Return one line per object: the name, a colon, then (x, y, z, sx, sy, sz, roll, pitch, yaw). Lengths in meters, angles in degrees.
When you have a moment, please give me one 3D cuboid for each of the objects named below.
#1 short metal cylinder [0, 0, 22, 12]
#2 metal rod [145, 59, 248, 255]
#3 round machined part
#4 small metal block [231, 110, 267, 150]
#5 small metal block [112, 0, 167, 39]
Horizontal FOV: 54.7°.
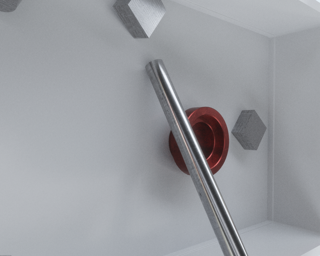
short metal cylinder: (-0.142, -0.143, 0.252, 0.080, 0.080, 0.050, 37, 67, -34)
metal rod: (0.048, 0.051, 0.370, 0.025, 0.025, 0.299, -11, 73, -40)
round machined part: (0.051, 0.019, 0.441, 0.099, 0.042, 0.097, 0, 90, -40)
small metal block: (0.156, 0.004, 0.541, 0.050, 0.025, 0.050, 47, 62, -30)
small metal block: (-0.023, -0.147, 0.381, 0.050, 0.025, 0.050, 51, 59, -45)
